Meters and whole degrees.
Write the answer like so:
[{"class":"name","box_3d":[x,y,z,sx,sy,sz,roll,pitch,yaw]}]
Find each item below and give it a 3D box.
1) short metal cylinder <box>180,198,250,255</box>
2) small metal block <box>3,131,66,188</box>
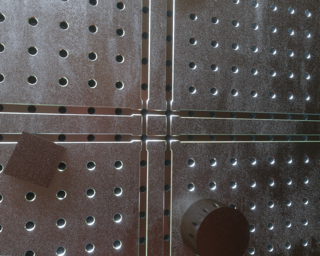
[{"class":"short metal cylinder","box_3d":[0.075,0.142,0.427,0.081,0.050,0.079,0,90,-20]},{"class":"small metal block","box_3d":[-0.144,0.036,0.360,0.050,0.025,0.050,25,82,-19]}]
